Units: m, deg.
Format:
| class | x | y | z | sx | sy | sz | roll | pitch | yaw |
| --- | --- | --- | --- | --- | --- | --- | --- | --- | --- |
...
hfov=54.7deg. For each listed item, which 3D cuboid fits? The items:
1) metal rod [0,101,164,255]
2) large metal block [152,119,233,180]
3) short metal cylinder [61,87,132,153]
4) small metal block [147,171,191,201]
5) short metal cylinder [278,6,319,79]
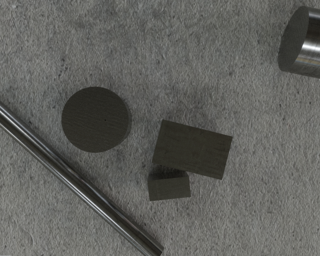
| class | x | y | z | sx | sy | sz | roll | pitch | yaw |
| --- | --- | --- | --- | --- | --- | --- | --- | --- | --- |
| metal rod | -0.114 | 0.067 | 0.408 | 0.300 | 0.025 | 0.025 | 42 | 90 | -1 |
| large metal block | 0.036 | 0.024 | 0.383 | 0.080 | 0.080 | 0.050 | 14 | 90 | -1 |
| short metal cylinder | -0.078 | -0.010 | 0.396 | 0.081 | 0.050 | 0.079 | 0 | 90 | -1 |
| small metal block | 0.011 | 0.073 | 0.398 | 0.050 | 0.050 | 0.025 | -6 | 90 | -1 |
| short metal cylinder | 0.189 | -0.105 | 0.385 | 0.050 | 0.080 | 0.080 | 12 | 90 | 0 |
